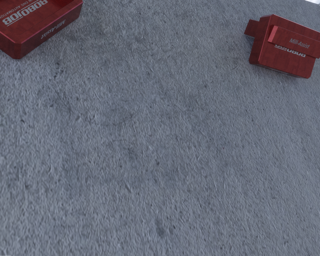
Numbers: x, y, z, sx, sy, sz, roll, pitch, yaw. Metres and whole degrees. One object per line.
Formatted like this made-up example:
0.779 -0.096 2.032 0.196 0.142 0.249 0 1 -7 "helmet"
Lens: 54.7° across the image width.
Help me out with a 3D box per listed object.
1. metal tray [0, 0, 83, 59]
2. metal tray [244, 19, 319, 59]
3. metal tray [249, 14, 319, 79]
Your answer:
-0.175 -0.156 0.400 0.090 0.030 0.130 37 51 -4 "metal tray"
0.244 -0.175 0.607 0.131 0.030 0.090 9 22 -23 "metal tray"
0.240 -0.152 0.588 0.131 0.030 0.089 10 98 -23 "metal tray"
